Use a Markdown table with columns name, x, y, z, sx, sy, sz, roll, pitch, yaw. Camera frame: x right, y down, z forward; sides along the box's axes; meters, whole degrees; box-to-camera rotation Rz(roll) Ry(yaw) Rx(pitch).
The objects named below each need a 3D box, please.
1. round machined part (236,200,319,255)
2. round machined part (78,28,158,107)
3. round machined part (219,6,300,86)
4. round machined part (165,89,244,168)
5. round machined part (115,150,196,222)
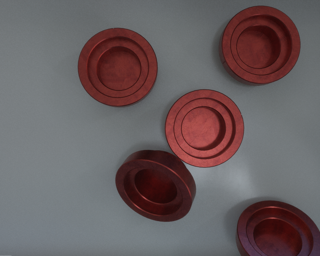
| name | x | y | z | sx | sy | sz | roll | pitch | yaw |
| --- | --- | --- | --- | --- | --- | --- | --- | --- | --- |
| round machined part | 0.145 | 0.143 | 0.387 | 0.099 | 0.098 | 0.042 | -5 | 130 | -1 |
| round machined part | -0.052 | -0.075 | 0.402 | 0.099 | 0.042 | 0.097 | 0 | 90 | -1 |
| round machined part | 0.125 | -0.103 | 0.405 | 0.099 | 0.042 | 0.097 | 0 | 90 | -1 |
| round machined part | 0.055 | 0.000 | 0.404 | 0.099 | 0.042 | 0.097 | 0 | 90 | -1 |
| round machined part | -0.002 | 0.067 | 0.387 | 0.098 | 0.042 | 0.097 | 11 | 124 | 17 |
